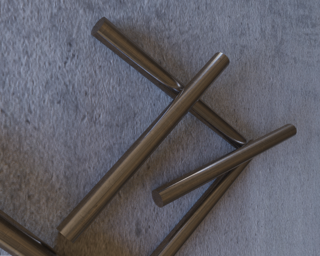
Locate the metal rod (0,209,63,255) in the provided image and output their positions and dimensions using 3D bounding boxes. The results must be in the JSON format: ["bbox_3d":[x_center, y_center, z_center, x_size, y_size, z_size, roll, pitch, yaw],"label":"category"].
[{"bbox_3d":[-0.129,0.113,0.297,0.300,0.025,0.025,52,59,-28],"label":"metal rod"}]

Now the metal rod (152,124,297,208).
[{"bbox_3d":[0.117,0.048,0.484,0.302,0.025,0.025,-20,103,-32],"label":"metal rod"}]

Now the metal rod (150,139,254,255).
[{"bbox_3d":[0.071,0.112,0.467,0.302,0.025,0.025,-40,115,-33],"label":"metal rod"}]

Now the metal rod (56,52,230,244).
[{"bbox_3d":[-0.006,0.008,0.379,0.301,0.025,0.025,-48,119,-22],"label":"metal rod"}]

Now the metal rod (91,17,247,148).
[{"bbox_3d":[0.032,-0.045,0.433,0.301,0.025,0.025,34,69,-35],"label":"metal rod"}]
